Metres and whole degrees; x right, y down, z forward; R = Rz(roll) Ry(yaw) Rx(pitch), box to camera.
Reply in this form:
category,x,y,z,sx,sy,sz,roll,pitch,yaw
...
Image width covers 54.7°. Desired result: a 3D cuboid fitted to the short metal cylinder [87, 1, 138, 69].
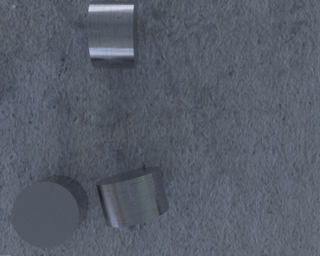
category,x,y,z,sx,sy,sz,roll,pitch,yaw
short metal cylinder,-0.055,-0.114,0.382,0.050,0.080,0.079,0,90,0

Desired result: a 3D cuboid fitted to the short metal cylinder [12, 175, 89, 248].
category,x,y,z,sx,sy,sz,roll,pitch,yaw
short metal cylinder,-0.137,0.104,0.396,0.081,0.050,0.079,0,90,-1

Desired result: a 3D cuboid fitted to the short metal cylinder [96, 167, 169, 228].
category,x,y,z,sx,sy,sz,roll,pitch,yaw
short metal cylinder,-0.033,0.083,0.382,0.080,0.080,0.050,-13,90,0
